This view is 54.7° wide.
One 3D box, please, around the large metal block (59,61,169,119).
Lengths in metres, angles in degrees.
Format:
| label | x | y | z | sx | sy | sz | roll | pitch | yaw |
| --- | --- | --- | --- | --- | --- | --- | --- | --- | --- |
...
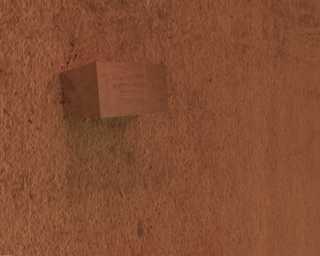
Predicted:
| label | x | y | z | sx | sy | sz | roll | pitch | yaw |
| --- | --- | --- | --- | --- | --- | --- | --- | --- | --- |
| large metal block | -0.049 | -0.038 | 0.328 | 0.081 | 0.080 | 0.050 | -7 | 95 | -40 |
